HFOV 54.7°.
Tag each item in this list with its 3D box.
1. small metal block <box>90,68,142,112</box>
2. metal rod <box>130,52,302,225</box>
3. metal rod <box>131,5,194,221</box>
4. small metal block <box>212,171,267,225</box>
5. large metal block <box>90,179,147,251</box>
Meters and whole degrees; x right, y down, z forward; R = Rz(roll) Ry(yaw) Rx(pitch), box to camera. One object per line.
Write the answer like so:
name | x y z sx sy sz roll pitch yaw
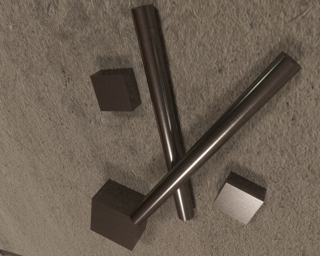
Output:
small metal block | -0.057 -0.050 0.405 0.050 0.025 0.050 2 120 27
metal rod | 0.047 0.033 0.377 0.025 0.025 0.298 40 121 1
metal rod | 0.010 0.000 0.400 0.025 0.025 0.298 2 119 27
small metal block | 0.104 0.092 0.409 0.050 0.025 0.050 27 128 10
large metal block | -0.065 0.143 0.512 0.080 0.050 0.079 22 127 15
